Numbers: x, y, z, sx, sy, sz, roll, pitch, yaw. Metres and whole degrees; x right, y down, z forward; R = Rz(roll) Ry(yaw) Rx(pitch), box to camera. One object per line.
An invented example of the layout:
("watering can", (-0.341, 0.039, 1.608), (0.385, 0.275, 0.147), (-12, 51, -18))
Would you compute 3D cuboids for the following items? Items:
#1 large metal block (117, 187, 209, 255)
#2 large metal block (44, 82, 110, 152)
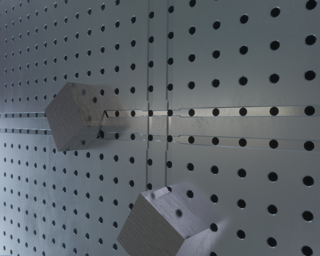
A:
("large metal block", (0.001, 0.134, 0.393), (0.080, 0.050, 0.080), (39, 114, 33))
("large metal block", (-0.137, -0.017, 0.508), (0.080, 0.050, 0.080), (-39, 66, 33))
